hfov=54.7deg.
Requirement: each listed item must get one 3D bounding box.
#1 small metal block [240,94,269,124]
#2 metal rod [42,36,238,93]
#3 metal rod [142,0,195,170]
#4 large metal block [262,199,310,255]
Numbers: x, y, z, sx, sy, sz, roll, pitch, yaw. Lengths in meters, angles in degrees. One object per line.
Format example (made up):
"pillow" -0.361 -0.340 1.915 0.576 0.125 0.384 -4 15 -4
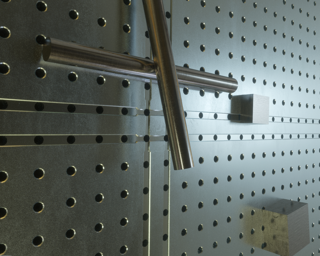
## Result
"small metal block" 0.169 -0.032 0.550 0.050 0.025 0.050 3 88 -40
"metal rod" 0.002 -0.074 0.409 0.302 0.025 0.025 3 89 -40
"metal rod" 0.002 -0.098 0.380 0.025 0.025 0.298 -8 86 -40
"large metal block" 0.244 0.190 0.598 0.081 0.050 0.079 -8 95 -40
